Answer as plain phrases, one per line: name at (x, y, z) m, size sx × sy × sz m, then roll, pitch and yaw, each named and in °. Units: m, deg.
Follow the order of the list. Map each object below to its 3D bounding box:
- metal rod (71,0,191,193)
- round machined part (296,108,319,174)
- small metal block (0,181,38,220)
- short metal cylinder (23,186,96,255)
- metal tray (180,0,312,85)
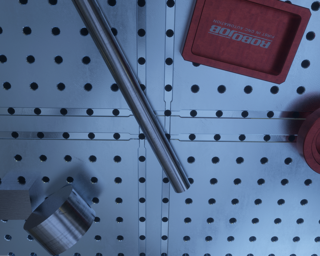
metal rod at (-0.033, -0.040, 0.398) m, size 0.025 × 0.025 × 0.299 m, roll -25°, pitch 109°, yaw 8°
round machined part at (0.231, 0.012, 0.412) m, size 0.099 × 0.042 × 0.097 m, roll 0°, pitch 110°, yaw -1°
small metal block at (-0.208, 0.105, 0.449) m, size 0.050 × 0.025 × 0.050 m, roll 0°, pitch 110°, yaw -1°
short metal cylinder at (-0.138, 0.126, 0.429) m, size 0.080 × 0.080 × 0.050 m, roll -32°, pitch 107°, yaw 11°
metal tray at (0.098, -0.112, 0.370) m, size 0.131 × 0.030 × 0.089 m, roll 13°, pitch 110°, yaw -6°
